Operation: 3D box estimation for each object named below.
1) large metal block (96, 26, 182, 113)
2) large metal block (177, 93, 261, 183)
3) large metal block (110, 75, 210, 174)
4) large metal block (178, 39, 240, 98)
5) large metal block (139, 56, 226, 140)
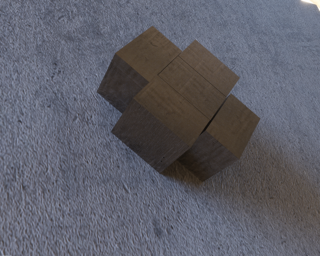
[{"bbox_3d":[-0.028,-0.072,0.401,0.050,0.080,0.080,41,51,-1],"label":"large metal block"},{"bbox_3d":[0.073,0.014,0.404,0.050,0.080,0.080,41,51,-1],"label":"large metal block"},{"bbox_3d":[-0.002,-0.002,0.372,0.080,0.080,0.050,41,51,-1],"label":"large metal block"},{"bbox_3d":[0.049,-0.061,0.436,0.080,0.080,0.050,41,51,-1],"label":"large metal block"},{"bbox_3d":[0.024,-0.031,0.404,0.080,0.080,0.050,41,51,-1],"label":"large metal block"}]
